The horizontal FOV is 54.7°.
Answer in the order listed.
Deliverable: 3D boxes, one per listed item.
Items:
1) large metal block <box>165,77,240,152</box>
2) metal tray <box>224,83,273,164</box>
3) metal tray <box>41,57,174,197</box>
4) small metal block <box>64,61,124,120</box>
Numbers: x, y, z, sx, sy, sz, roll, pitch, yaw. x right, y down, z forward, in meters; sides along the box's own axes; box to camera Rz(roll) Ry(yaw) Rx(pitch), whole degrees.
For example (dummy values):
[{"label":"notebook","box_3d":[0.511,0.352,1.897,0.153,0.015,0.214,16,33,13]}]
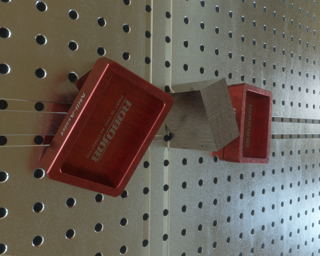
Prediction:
[{"label":"large metal block","box_3d":[0.050,-0.018,0.415,0.050,0.080,0.080,-29,108,-36]},{"label":"metal tray","box_3d":[0.154,-0.005,0.534,0.091,0.030,0.129,8,85,-40]},{"label":"metal tray","box_3d":[-0.053,0.003,0.331,0.090,0.030,0.130,28,94,-37]},{"label":"small metal block","box_3d":[-0.070,-0.043,0.351,0.050,0.025,0.050,-48,119,-29]}]
